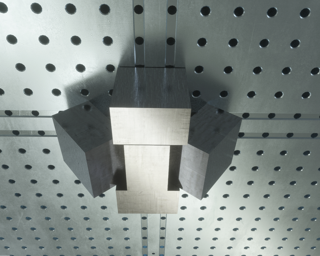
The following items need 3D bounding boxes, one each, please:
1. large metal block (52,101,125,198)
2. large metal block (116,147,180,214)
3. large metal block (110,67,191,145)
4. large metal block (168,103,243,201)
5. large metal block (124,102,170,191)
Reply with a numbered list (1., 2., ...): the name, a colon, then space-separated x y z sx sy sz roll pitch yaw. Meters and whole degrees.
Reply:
1. large metal block: -0.086 0.025 0.388 0.050 0.080 0.079 -28 139 -30
2. large metal block: -0.016 0.072 0.435 0.081 0.080 0.050 1 130 -1
3. large metal block: -0.010 -0.027 0.351 0.081 0.080 0.050 1 130 -1
4. large metal block: 0.055 0.028 0.389 0.050 0.080 0.079 27 136 27
5. large metal block: -0.015 0.023 0.394 0.050 0.080 0.079 1 130 -1
